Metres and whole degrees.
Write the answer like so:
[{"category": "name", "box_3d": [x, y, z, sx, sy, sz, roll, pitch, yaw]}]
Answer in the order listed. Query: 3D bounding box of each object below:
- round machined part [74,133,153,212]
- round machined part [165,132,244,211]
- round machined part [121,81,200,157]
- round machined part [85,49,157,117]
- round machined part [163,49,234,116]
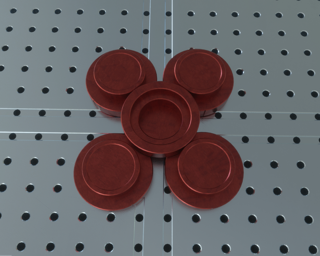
[{"category": "round machined part", "box_3d": [-0.058, 0.052, 0.383, 0.099, 0.042, 0.098, 0, 70, -1]}, {"category": "round machined part", "box_3d": [0.055, 0.051, 0.384, 0.099, 0.042, 0.098, 0, 70, -1]}, {"category": "round machined part", "box_3d": [0.001, -0.009, 0.404, 0.099, 0.042, 0.098, 0, 70, -1]}, {"category": "round machined part", "box_3d": [-0.053, -0.068, 0.426, 0.099, 0.042, 0.098, 0, 70, -1]}, {"category": "round machined part", "box_3d": [0.053, -0.069, 0.428, 0.099, 0.042, 0.098, 0, 70, -1]}]
